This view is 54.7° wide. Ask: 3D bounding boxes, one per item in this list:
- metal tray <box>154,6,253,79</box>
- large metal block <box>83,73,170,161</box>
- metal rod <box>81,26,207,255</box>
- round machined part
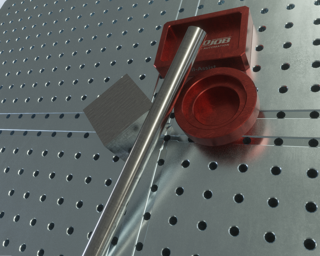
[{"bbox_3d":[0.062,-0.121,0.446,0.130,0.030,0.090,-2,61,27],"label":"metal tray"},{"bbox_3d":[-0.047,-0.015,0.426,0.080,0.050,0.080,-40,51,1],"label":"large metal block"},{"bbox_3d":[-0.016,0.016,0.369,0.025,0.025,0.299,22,84,36],"label":"metal rod"},{"bbox_3d":[0.070,-0.022,0.374,0.098,0.042,0.098,-13,56,21],"label":"round machined part"}]
